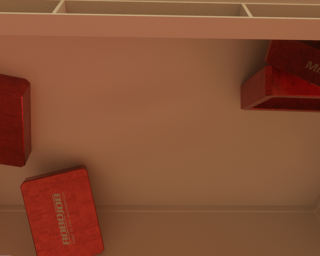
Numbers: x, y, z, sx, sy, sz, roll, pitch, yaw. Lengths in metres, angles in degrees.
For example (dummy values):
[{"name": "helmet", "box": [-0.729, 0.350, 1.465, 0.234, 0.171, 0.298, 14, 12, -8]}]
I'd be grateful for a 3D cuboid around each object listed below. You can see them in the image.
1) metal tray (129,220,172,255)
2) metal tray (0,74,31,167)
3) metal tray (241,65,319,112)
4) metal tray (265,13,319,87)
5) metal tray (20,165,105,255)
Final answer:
[{"name": "metal tray", "box": [0.001, 0.232, 0.536, 0.030, 0.130, 0.090, -37, 129, -2]}, {"name": "metal tray", "box": [-0.216, -0.009, 0.395, 0.091, 0.030, 0.129, 11, 129, -10]}, {"name": "metal tray", "box": [0.165, -0.039, 0.339, 0.131, 0.030, 0.090, 2, 174, -2]}, {"name": "metal tray", "box": [0.174, -0.060, 0.273, 0.091, 0.130, 0.030, -28, 139, -32]}, {"name": "metal tray", "box": [-0.139, 0.128, 0.450, 0.091, 0.030, 0.129, -12, 95, -15]}]
